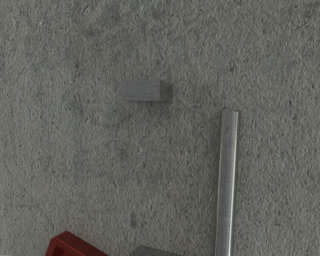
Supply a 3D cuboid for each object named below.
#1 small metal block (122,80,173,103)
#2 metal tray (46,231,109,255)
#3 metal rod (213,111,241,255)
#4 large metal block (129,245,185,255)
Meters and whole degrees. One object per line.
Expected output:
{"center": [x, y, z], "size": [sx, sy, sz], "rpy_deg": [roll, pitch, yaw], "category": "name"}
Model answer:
{"center": [-0.015, -0.046, 0.400], "size": [0.050, 0.050, 0.025], "rpy_deg": [2, 91, 19], "category": "small metal block"}
{"center": [-0.133, 0.230, 0.451], "size": [0.090, 0.030, 0.129], "rpy_deg": [23, 97, 18], "category": "metal tray"}
{"center": [0.079, 0.129, 0.380], "size": [0.025, 0.025, 0.298], "rpy_deg": [3, 91, 19], "category": "metal rod"}
{"center": [-0.002, 0.206, 0.396], "size": [0.080, 0.050, 0.079], "rpy_deg": [6, 92, 19], "category": "large metal block"}
